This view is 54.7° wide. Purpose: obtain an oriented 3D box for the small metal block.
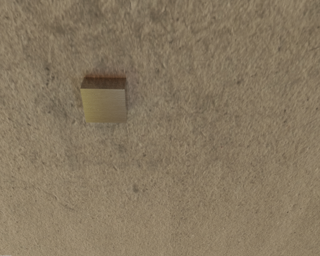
[{"bbox_3d":[-0.066,-0.034,0.378,0.050,0.025,0.050,1,130,-1],"label":"small metal block"}]
